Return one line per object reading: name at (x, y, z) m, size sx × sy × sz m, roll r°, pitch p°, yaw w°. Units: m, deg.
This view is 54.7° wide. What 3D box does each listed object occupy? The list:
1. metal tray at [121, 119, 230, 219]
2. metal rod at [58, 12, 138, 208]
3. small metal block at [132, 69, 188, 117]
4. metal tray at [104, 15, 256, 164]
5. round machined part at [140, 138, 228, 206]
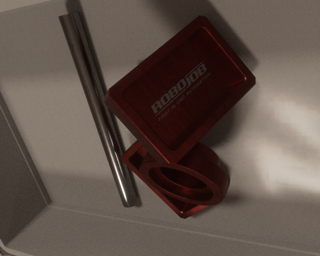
metal tray at (0.019, 0.059, 0.429) m, size 0.130 × 0.030 × 0.090 m, roll 45°, pitch 129°, yaw -4°
metal rod at (-0.080, -0.009, 0.443) m, size 0.025 × 0.025 × 0.298 m, roll 1°, pitch 119°, yaw 27°
small metal block at (0.000, -0.044, 0.381) m, size 0.050 × 0.025 × 0.050 m, roll -10°, pitch 114°, yaw 32°
metal tray at (0.023, -0.038, 0.307) m, size 0.090 × 0.130 × 0.030 m, roll 49°, pitch 161°, yaw -6°
round machined part at (0.030, 0.047, 0.356) m, size 0.098 × 0.042 × 0.098 m, roll 18°, pitch 150°, yaw 11°
